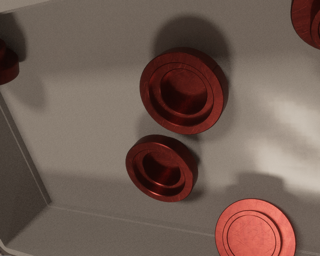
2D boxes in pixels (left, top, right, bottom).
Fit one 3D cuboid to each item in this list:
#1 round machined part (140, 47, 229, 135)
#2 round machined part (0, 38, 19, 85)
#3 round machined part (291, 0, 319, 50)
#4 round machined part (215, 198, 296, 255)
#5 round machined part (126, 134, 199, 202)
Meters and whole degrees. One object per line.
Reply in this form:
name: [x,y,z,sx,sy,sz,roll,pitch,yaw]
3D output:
round machined part: [0.030,-0.045,0.353,0.098,0.042,0.097,13,124,20]
round machined part: [-0.250,-0.099,0.430,0.098,0.098,0.042,24,127,13]
round machined part: [0.152,-0.092,0.236,0.098,0.042,0.098,13,150,8]
round machined part: [0.117,0.138,0.386,0.098,0.042,0.098,-7,73,23]
round machined part: [0.006,0.050,0.424,0.098,0.042,0.097,13,124,20]
